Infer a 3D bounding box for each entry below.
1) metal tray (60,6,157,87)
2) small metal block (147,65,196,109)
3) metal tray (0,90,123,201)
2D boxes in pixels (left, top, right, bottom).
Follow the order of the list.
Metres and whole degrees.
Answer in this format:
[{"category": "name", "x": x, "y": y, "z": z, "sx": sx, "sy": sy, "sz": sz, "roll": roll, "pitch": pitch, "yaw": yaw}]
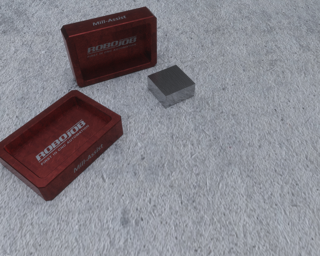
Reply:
[{"category": "metal tray", "x": -0.070, "y": -0.119, "z": 0.460, "sx": 0.131, "sy": 0.089, "sz": 0.030, "roll": -20, "pitch": 53, "yaw": -16}, {"category": "small metal block", "x": 0.016, "y": -0.062, "z": 0.455, "sx": 0.050, "sy": 0.025, "sz": 0.050, "roll": -25, "pitch": 55, "yaw": -20}, {"category": "metal tray", "x": -0.121, "y": 0.015, "z": 0.385, "sx": 0.090, "sy": 0.030, "sz": 0.131, "roll": 30, "pitch": 56, "yaw": 22}]
